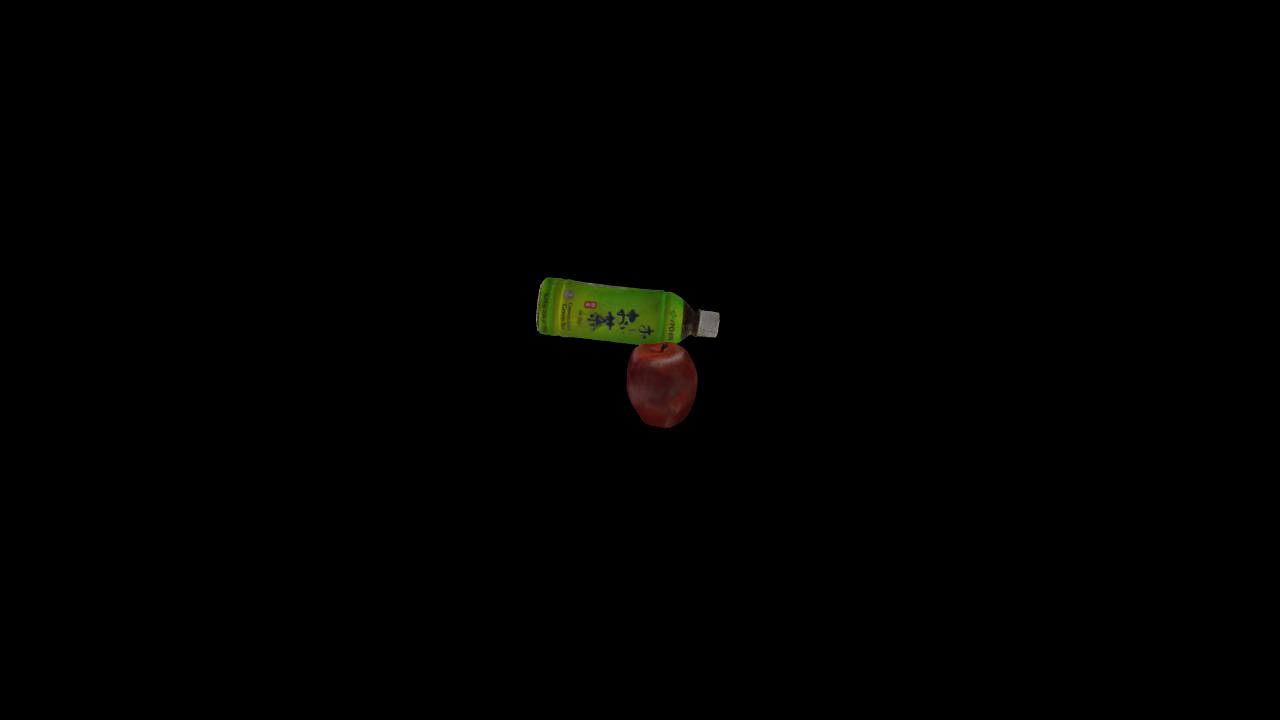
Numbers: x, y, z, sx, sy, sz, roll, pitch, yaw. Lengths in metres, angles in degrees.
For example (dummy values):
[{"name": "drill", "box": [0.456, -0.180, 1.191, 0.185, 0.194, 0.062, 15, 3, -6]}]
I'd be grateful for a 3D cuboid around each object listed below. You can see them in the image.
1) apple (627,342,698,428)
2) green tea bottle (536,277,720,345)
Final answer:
[{"name": "apple", "box": [0.023, 0.024, 0.639, 0.079, 0.093, 0.079, -2, 26, 1]}, {"name": "green tea bottle", "box": [-0.013, -0.054, 0.726, 0.212, 0.073, 0.073, 5, 0, 0]}]
